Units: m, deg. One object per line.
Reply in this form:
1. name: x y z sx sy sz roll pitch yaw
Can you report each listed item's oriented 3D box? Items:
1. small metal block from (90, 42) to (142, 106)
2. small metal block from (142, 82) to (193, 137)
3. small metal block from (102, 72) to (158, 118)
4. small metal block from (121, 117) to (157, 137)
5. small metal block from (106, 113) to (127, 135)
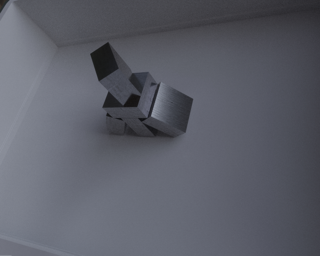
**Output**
1. small metal block: -0.050 -0.061 0.354 0.025 0.050 0.050 -31 51 9
2. small metal block: 0.010 -0.023 0.393 0.025 0.050 0.050 -28 42 56
3. small metal block: -0.036 -0.040 0.382 0.050 0.025 0.050 1 62 28
4. small metal block: -0.021 -0.022 0.412 0.025 0.050 0.050 1 62 29
5. small metal block: -0.054 -0.024 0.427 0.025 0.050 0.050 16 66 -2
